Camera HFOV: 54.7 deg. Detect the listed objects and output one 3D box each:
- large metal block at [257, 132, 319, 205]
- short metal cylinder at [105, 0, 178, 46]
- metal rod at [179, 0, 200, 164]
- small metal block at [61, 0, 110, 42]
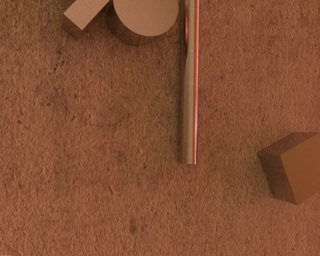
[{"bbox_3d":[0.209,0.059,0.475,0.081,0.050,0.080,-24,99,-19],"label":"large metal block"},{"bbox_3d":[-0.024,-0.148,0.387,0.081,0.050,0.079,0,90,-21],"label":"short metal cylinder"},{"bbox_3d":[0.041,-0.101,0.425,0.025,0.025,0.298,1,90,-20],"label":"metal rod"},{"bbox_3d":[-0.088,-0.134,0.363,0.025,0.050,0.050,41,77,-16],"label":"small metal block"}]
